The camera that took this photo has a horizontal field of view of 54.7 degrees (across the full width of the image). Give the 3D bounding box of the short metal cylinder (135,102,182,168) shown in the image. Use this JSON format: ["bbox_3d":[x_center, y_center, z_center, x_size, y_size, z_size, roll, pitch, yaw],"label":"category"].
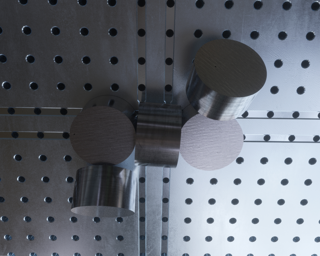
[{"bbox_3d":[-0.003,0.009,0.387,0.050,0.080,0.079,5,110,-2],"label":"short metal cylinder"}]

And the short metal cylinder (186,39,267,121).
[{"bbox_3d":[0.074,-0.055,0.358,0.081,0.080,0.050,8,151,-4],"label":"short metal cylinder"}]

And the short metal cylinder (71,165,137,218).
[{"bbox_3d":[-0.073,0.086,0.409,0.081,0.050,0.080,1,154,1],"label":"short metal cylinder"}]

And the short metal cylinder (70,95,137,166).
[{"bbox_3d":[-0.069,0.003,0.399,0.081,0.050,0.079,0,110,-1],"label":"short metal cylinder"}]

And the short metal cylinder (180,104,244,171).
[{"bbox_3d":[0.062,0.008,0.403,0.081,0.050,0.079,0,110,-1],"label":"short metal cylinder"}]
